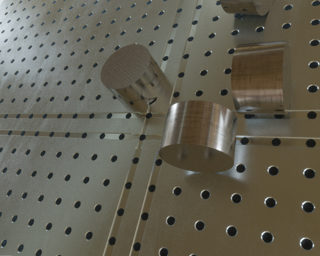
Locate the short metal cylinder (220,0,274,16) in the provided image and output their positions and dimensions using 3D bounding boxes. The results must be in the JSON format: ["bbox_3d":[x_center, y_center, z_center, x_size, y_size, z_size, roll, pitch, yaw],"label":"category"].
[{"bbox_3d":[0.124,-0.200,0.430,0.050,0.080,0.080,19,72,35],"label":"short metal cylinder"}]

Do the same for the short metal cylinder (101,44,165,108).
[{"bbox_3d":[-0.040,-0.076,0.458,0.080,0.050,0.080,-13,56,20],"label":"short metal cylinder"}]

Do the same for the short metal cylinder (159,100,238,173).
[{"bbox_3d":[0.043,0.012,0.342,0.080,0.080,0.050,-2,61,27],"label":"short metal cylinder"}]

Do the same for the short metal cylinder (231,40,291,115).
[{"bbox_3d":[0.115,-0.055,0.346,0.050,0.080,0.080,2,63,29],"label":"short metal cylinder"}]
